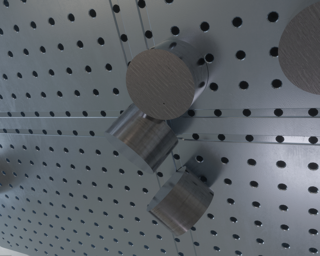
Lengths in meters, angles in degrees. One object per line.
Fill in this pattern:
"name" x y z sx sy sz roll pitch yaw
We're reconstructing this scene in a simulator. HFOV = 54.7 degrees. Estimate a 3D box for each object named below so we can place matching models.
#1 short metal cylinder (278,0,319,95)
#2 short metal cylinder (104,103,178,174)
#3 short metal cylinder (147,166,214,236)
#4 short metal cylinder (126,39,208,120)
"short metal cylinder" 0.149 -0.075 0.270 0.080 0.050 0.079 13 124 21
"short metal cylinder" -0.024 0.014 0.393 0.080 0.050 0.080 36 163 13
"short metal cylinder" 0.027 0.099 0.422 0.050 0.080 0.080 42 129 -1
"short metal cylinder" 0.009 -0.056 0.353 0.080 0.050 0.079 11 120 20
